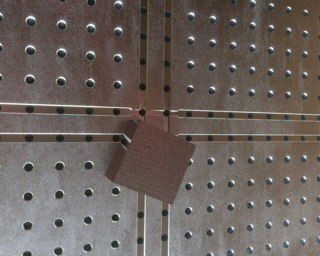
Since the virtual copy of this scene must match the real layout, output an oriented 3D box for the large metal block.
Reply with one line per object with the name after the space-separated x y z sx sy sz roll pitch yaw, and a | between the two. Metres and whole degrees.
-0.012 0.042 0.396 0.080 0.050 0.080 25 82 -19 | large metal block
